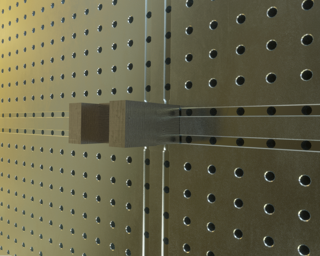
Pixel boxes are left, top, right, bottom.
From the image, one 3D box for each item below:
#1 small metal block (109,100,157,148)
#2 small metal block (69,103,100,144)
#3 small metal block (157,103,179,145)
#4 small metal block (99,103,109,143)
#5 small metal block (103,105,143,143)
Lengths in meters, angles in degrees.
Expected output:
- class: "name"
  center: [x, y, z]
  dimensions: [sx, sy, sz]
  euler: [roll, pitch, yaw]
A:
- class: "small metal block"
  center: [-0.029, -0.004, 0.348]
  dimensions: [0.025, 0.050, 0.050]
  euler: [1, 90, 40]
- class: "small metal block"
  center: [-0.088, -0.006, 0.397]
  dimensions: [0.025, 0.050, 0.050]
  euler: [1, 90, 40]
- class: "small metal block"
  center: [-0.001, -0.005, 0.391]
  dimensions: [0.025, 0.050, 0.050]
  euler: [-1, 90, 40]
- class: "small metal block"
  center: [-0.050, -0.006, 0.384]
  dimensions: [0.050, 0.025, 0.050]
  euler: [1, 91, 39]
- class: "small metal block"
  center: [-0.051, -0.005, 0.432]
  dimensions: [0.025, 0.050, 0.050]
  euler: [1, 91, 40]
